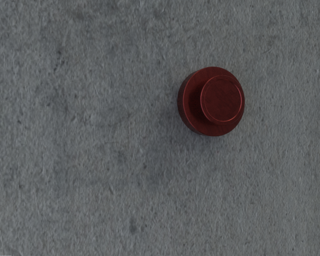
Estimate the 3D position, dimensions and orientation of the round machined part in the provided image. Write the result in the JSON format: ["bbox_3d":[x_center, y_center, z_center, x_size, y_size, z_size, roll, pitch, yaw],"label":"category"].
[{"bbox_3d":[0.077,-0.037,0.430,0.099,0.042,0.097,0,90,-21],"label":"round machined part"}]
